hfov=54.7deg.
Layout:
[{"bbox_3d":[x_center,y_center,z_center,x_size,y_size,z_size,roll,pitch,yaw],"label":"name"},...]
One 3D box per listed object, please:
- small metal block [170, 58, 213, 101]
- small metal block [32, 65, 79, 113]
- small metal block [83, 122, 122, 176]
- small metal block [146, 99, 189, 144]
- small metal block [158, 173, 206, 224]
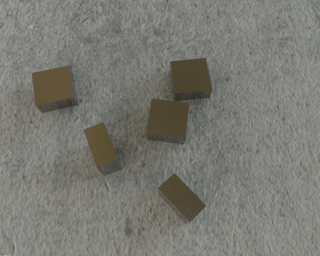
[{"bbox_3d":[0.042,-0.068,0.433,0.050,0.025,0.050,-7,70,-3],"label":"small metal block"},{"bbox_3d":[-0.144,-0.053,0.426,0.050,0.025,0.050,-13,71,-5],"label":"small metal block"},{"bbox_3d":[-0.070,0.028,0.384,0.025,0.050,0.050,-21,72,-8],"label":"small metal block"},{"bbox_3d":[0.011,-0.009,0.411,0.050,0.025,0.050,7,70,2],"label":"small metal block"},{"bbox_3d":[0.024,0.084,0.364,0.025,0.050,0.050,-41,76,-14],"label":"small metal block"}]
